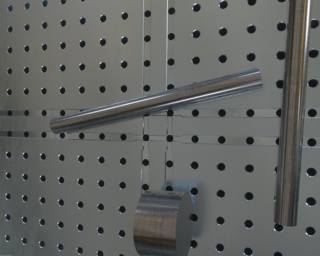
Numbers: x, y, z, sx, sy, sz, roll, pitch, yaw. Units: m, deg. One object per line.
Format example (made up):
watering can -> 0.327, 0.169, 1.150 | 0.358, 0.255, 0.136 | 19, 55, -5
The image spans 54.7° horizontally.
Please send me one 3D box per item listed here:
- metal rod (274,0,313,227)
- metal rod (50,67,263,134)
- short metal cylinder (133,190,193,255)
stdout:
metal rod -> 0.155, -0.038, 0.357 | 0.025, 0.025, 0.298 | 4, 91, 20
metal rod -> -0.019, -0.031, 0.419 | 0.301, 0.025, 0.025 | -12, 86, 19
short metal cylinder -> 0.007, 0.118, 0.381 | 0.050, 0.080, 0.080 | 0, 90, 20
